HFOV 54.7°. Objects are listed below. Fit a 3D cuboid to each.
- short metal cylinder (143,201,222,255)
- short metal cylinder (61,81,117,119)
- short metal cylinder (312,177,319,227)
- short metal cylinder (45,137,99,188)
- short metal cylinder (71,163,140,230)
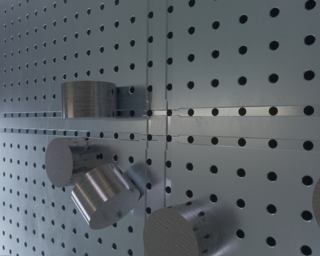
[{"bbox_3d":[0.026,0.132,0.372,0.080,0.050,0.079,0,90,40],"label":"short metal cylinder"},{"bbox_3d":[-0.104,-0.039,0.460,0.080,0.081,0.050,-2,89,40],"label":"short metal cylinder"},{"bbox_3d":[0.173,0.061,0.250,0.080,0.050,0.079,0,90,40],"label":"short metal cylinder"},{"bbox_3d":[-0.147,0.055,0.514,0.080,0.050,0.080,0,90,40],"label":"short metal cylinder"},{"bbox_3d":[-0.076,0.096,0.436,0.050,0.081,0.080,46,118,30],"label":"short metal cylinder"}]
